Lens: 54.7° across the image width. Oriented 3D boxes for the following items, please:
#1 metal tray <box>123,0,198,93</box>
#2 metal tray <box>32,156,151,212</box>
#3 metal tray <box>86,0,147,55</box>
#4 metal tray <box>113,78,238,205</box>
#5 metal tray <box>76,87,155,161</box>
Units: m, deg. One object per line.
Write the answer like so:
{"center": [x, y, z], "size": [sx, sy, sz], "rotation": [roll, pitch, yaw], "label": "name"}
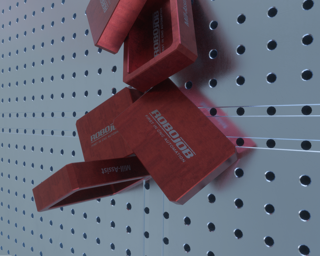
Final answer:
{"center": [-0.004, -0.119, 0.379], "size": [0.090, 0.030, 0.130], "rotation": [-26, 54, 36], "label": "metal tray"}
{"center": [-0.084, 0.071, 0.408], "size": [0.090, 0.131, 0.030], "rotation": [-33, 70, 35], "label": "metal tray"}
{"center": [-0.064, -0.171, 0.425], "size": [0.090, 0.030, 0.130], "rotation": [-54, 36, 26], "label": "metal tray"}
{"center": [0.015, 0.012, 0.366], "size": [0.090, 0.030, 0.130], "rotation": [-40, 62, 0], "label": "metal tray"}
{"center": [-0.068, 0.007, 0.460], "size": [0.130, 0.030, 0.090], "rotation": [-27, 73, 36], "label": "metal tray"}
